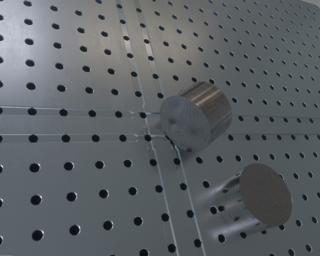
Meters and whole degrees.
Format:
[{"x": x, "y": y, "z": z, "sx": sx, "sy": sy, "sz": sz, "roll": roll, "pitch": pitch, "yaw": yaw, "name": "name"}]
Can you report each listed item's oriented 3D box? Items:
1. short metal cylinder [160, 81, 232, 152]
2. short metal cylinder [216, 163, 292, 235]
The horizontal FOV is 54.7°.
[{"x": 0.046, "y": -0.015, "z": 0.407, "sx": 0.050, "sy": 0.080, "sz": 0.080, "roll": -34, "pitch": 81, "yaw": -38, "name": "short metal cylinder"}, {"x": 0.121, "y": 0.092, "z": 0.401, "sx": 0.081, "sy": 0.050, "sz": 0.080, "roll": 14, "pitch": 56, "yaw": -21, "name": "short metal cylinder"}]
